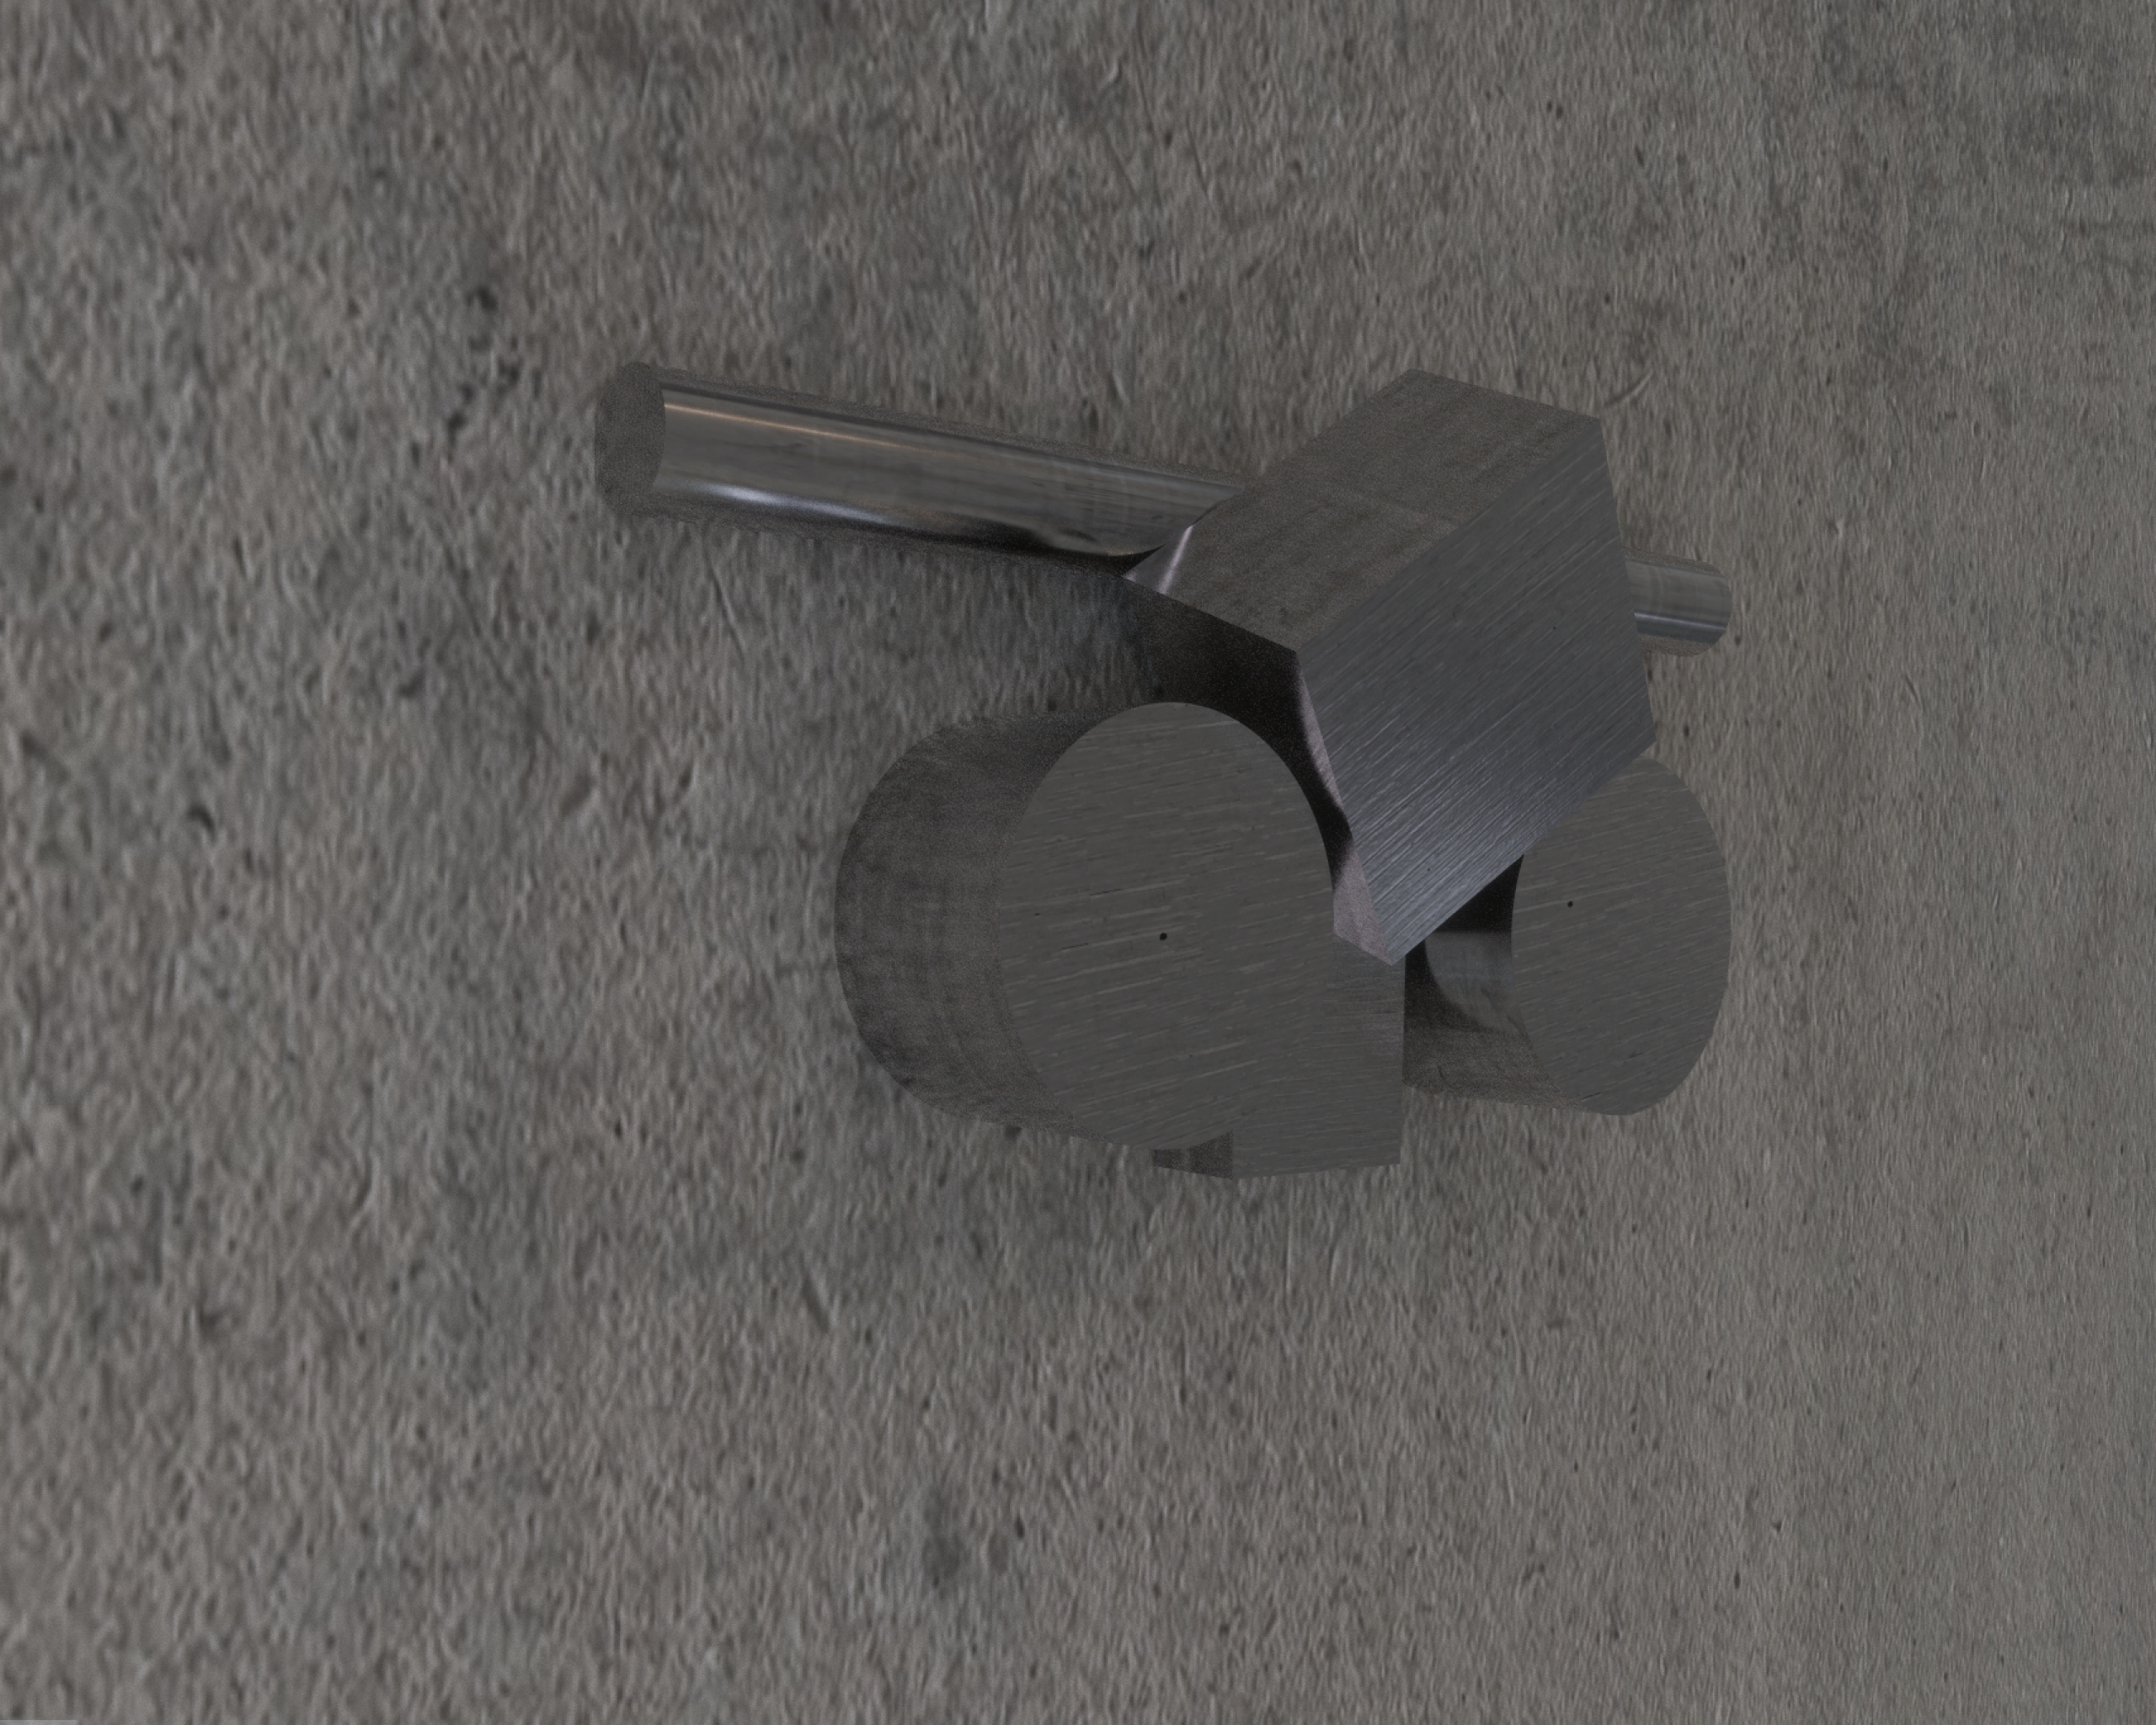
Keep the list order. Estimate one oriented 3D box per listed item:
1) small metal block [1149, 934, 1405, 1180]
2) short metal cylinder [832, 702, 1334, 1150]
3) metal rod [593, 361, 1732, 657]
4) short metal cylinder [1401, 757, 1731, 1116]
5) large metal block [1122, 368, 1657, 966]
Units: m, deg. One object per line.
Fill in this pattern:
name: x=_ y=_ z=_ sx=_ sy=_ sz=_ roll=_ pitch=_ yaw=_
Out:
small metal block: x=0.043 y=0.039 z=0.443 sx=0.050 sy=0.025 sz=0.050 roll=2 pitch=89 yaw=-40
short metal cylinder: x=0.002 y=0.011 z=0.391 sx=0.081 sy=0.050 sz=0.079 roll=0 pitch=90 yaw=-40
metal rod: x=0.042 y=-0.068 z=0.441 sx=0.302 sy=0.025 sz=0.025 roll=1 pitch=90 yaw=-40
short metal cylinder: x=0.105 y=0.016 z=0.478 sx=0.081 sy=0.050 sz=0.079 roll=0 pitch=90 yaw=-40
large metal block: x=0.066 y=-0.040 z=0.422 sx=0.080 sy=0.050 sz=0.080 roll=-38 pitch=131 yaw=-19
